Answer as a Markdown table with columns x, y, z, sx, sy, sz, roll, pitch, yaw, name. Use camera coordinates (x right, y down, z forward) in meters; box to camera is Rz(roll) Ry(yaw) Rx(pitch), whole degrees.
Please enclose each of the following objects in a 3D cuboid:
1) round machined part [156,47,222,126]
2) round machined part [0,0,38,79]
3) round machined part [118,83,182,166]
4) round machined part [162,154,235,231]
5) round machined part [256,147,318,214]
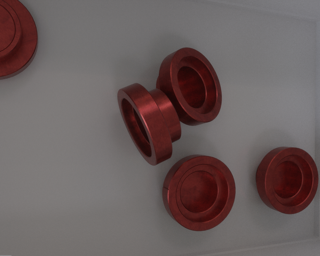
| x | y | z | sx | sy | sz | roll | pitch | yaw | name |
| --- | --- | --- | --- | --- | --- | --- | --- | --- | --- |
| 0.033 | -0.050 | 0.400 | 0.099 | 0.042 | 0.098 | 16 | 66 | -41 | round machined part |
| -0.185 | -0.103 | 0.333 | 0.099 | 0.042 | 0.097 | 0 | 90 | -20 | round machined part |
| -0.010 | -0.008 | 0.368 | 0.042 | 0.098 | 0.098 | -25 | 99 | -17 | round machined part |
| 0.049 | 0.084 | 0.419 | 0.099 | 0.042 | 0.097 | 0 | 90 | -20 | round machined part |
| 0.187 | 0.077 | 0.470 | 0.099 | 0.042 | 0.097 | 0 | 90 | -20 | round machined part |
